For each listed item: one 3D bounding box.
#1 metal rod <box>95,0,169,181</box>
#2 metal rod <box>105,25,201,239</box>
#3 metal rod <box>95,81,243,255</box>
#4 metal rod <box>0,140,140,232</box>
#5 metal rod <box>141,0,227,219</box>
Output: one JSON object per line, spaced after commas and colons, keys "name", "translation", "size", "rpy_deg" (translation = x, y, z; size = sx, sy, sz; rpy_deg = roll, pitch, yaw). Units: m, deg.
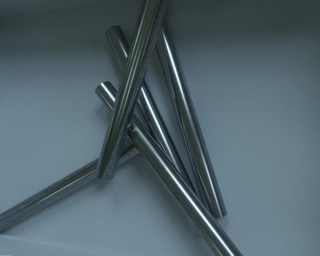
{"name": "metal rod", "translation": [-0.028, -0.062, 0.343], "size": [0.025, 0.025, 0.298], "rpy_deg": [29, 119, 17]}
{"name": "metal rod", "translation": [-0.005, -0.001, 0.411], "size": [0.025, 0.025, 0.299], "rpy_deg": [-27, 81, 18]}
{"name": "metal rod", "translation": [0.011, 0.059, 0.377], "size": [0.025, 0.025, 0.300], "rpy_deg": [-43, 73, 15]}
{"name": "metal rod", "translation": [-0.147, 0.090, 0.460], "size": [0.300, 0.025, 0.025], "rpy_deg": [-30, 81, 17]}
{"name": "metal rod", "translation": [0.029, -0.033, 0.399], "size": [0.025, 0.025, 0.298], "rpy_deg": [-19, 84, 19]}
